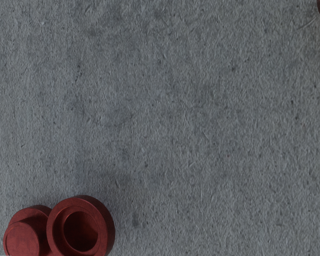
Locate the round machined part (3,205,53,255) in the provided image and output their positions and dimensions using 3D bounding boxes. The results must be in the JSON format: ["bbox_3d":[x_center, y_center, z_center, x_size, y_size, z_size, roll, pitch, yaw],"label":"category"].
[{"bbox_3d":[-0.195,0.170,0.469,0.098,0.042,0.097,0,90,20],"label":"round machined part"}]

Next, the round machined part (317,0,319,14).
[{"bbox_3d":[0.220,-0.148,0.322,0.098,0.042,0.097,0,90,20],"label":"round machined part"}]

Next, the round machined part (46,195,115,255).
[{"bbox_3d":[-0.106,0.143,0.437,0.098,0.042,0.097,0,90,20],"label":"round machined part"}]
